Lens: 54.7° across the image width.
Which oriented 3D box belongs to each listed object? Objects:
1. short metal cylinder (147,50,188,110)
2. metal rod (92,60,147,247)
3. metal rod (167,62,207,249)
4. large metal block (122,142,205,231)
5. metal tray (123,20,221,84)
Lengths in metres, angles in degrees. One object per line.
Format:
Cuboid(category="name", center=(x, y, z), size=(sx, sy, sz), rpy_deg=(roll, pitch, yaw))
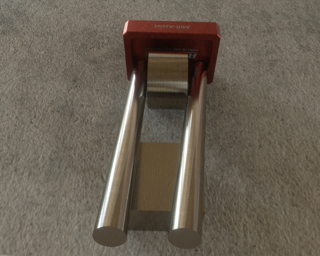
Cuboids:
Cuboid(category="short metal cylinder", center=(0.010, -0.065, 0.425), size=(0.050, 0.080, 0.080), rpy_deg=(2, 50, 1))
Cuboid(category="metal rod", center=(-0.032, -0.006, 0.350), size=(0.025, 0.025, 0.300), rpy_deg=(2, 35, 1))
Cuboid(category="metal rod", center=(0.039, -0.004, 0.348), size=(0.025, 0.025, 0.301), rpy_deg=(7, 35, 5))
Cuboid(category="large metal block", center=(0.003, 0.062, 0.333), size=(0.081, 0.050, 0.080), rpy_deg=(1, 50, 1))
Cuboid(category="metal tray", center=(0.016, -0.109, 0.454), size=(0.131, 0.089, 0.030), rpy_deg=(2, 50, 1))
